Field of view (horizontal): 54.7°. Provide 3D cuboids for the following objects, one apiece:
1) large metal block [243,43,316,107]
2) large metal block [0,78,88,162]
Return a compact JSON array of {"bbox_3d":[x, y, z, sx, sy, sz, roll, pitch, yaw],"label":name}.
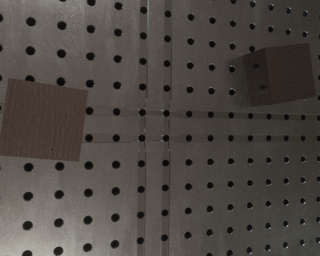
[{"bbox_3d":[0.180,-0.079,0.468,0.081,0.050,0.079,-11,94,-20],"label":"large metal block"},{"bbox_3d":[-0.130,-0.007,0.352,0.081,0.050,0.080,8,88,-20],"label":"large metal block"}]
